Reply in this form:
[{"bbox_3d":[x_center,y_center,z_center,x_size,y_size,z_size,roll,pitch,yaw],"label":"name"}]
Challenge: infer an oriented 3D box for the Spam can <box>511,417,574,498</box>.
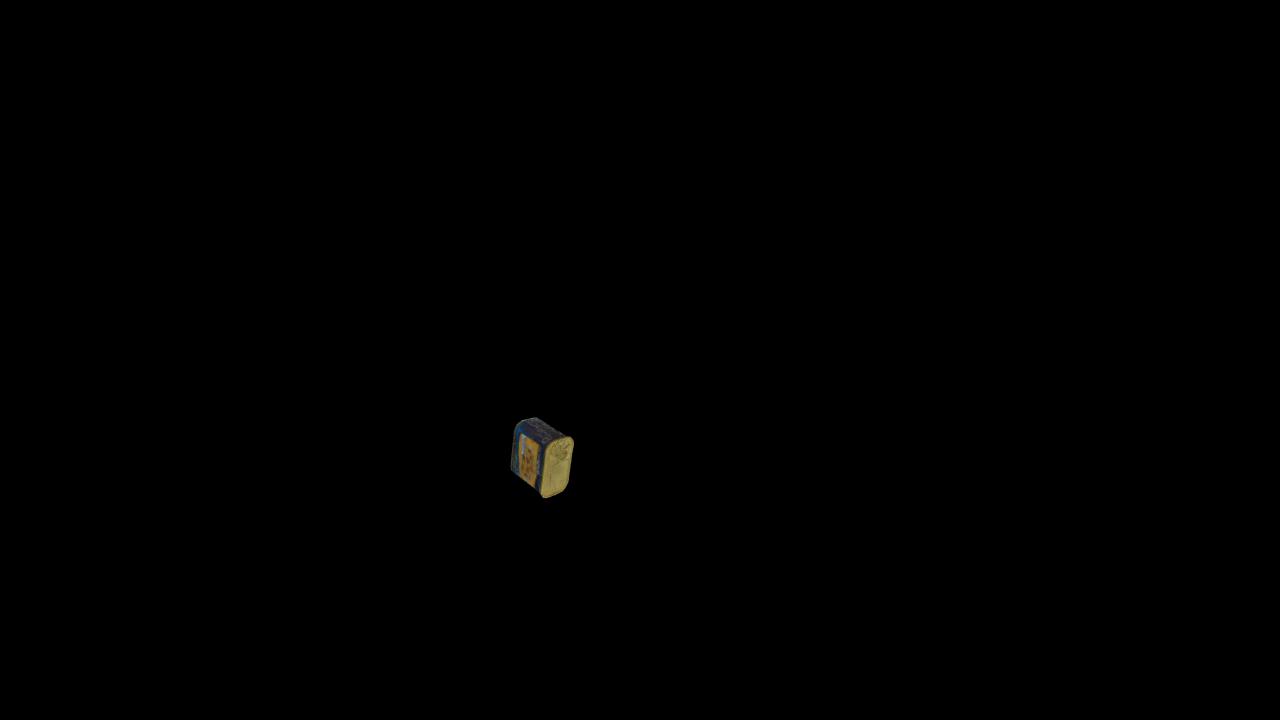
[{"bbox_3d":[-0.157,0.152,0.974,0.085,0.101,0.058,25,23,37],"label":"Spam can"}]
